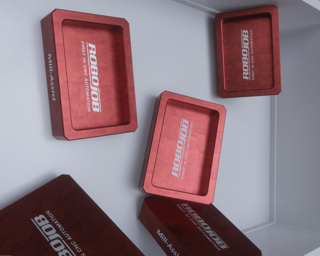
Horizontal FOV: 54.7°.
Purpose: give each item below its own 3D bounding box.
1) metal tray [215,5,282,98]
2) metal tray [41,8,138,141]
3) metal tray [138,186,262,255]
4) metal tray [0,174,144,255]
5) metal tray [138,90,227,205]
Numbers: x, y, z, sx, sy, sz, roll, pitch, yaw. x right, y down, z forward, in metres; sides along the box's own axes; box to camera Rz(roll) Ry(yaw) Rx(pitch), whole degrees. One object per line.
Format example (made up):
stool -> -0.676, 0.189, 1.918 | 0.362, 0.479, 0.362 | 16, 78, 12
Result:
metal tray -> 0.135, -0.113, 0.475 | 0.030, 0.090, 0.129 | -15, 102, -72
metal tray -> -0.074, -0.056, 0.340 | 0.091, 0.030, 0.129 | -8, 95, -40
metal tray -> 0.045, 0.129, 0.378 | 0.091, 0.130, 0.030 | -5, 124, -40
metal tray -> -0.084, 0.110, 0.274 | 0.091, 0.130, 0.030 | -32, 148, -36
metal tray -> 0.030, 0.026, 0.399 | 0.091, 0.030, 0.130 | 14, 77, -11
